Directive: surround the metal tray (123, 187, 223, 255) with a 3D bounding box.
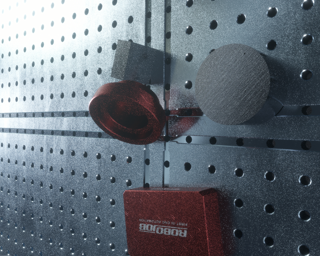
[{"bbox_3d":[0.012,0.123,0.395,0.130,0.030,0.089,-9,85,39],"label":"metal tray"}]

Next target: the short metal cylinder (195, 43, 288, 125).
[{"bbox_3d":[0.084,-0.043,0.323,0.080,0.050,0.079,0,90,39],"label":"short metal cylinder"}]

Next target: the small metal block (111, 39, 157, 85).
[{"bbox_3d":[-0.035,-0.088,0.420,0.025,0.050,0.050,22,104,37],"label":"small metal block"}]

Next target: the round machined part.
[{"bbox_3d":[-0.039,-0.024,0.405,0.098,0.098,0.042,-13,42,39],"label":"round machined part"}]
